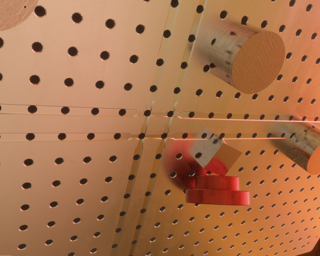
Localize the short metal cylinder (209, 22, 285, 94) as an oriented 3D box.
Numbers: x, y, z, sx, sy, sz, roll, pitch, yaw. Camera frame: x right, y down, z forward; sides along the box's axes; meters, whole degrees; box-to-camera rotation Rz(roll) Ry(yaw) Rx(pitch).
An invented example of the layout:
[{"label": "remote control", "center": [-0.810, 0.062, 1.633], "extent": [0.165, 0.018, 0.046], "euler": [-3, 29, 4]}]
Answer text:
[{"label": "short metal cylinder", "center": [0.112, -0.090, 0.400], "extent": [0.081, 0.050, 0.079], "euler": [-14, 124, -21]}]

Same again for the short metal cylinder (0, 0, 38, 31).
[{"label": "short metal cylinder", "center": [-0.140, -0.122, 0.243], "extent": [0.081, 0.050, 0.079], "euler": [-14, 124, -21]}]

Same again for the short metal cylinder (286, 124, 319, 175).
[{"label": "short metal cylinder", "center": [0.285, 0.040, 0.575], "extent": [0.081, 0.050, 0.079], "euler": [-14, 124, -21]}]

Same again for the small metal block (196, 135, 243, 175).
[{"label": "small metal block", "center": [0.093, 0.045, 0.490], "extent": [0.050, 0.025, 0.050], "euler": [26, 104, -37]}]

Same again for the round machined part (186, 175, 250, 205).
[{"label": "round machined part", "center": [0.090, 0.097, 0.486], "extent": [0.099, 0.098, 0.042], "euler": [10, 76, -33]}]
